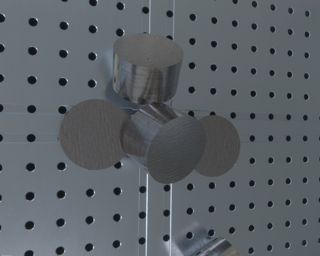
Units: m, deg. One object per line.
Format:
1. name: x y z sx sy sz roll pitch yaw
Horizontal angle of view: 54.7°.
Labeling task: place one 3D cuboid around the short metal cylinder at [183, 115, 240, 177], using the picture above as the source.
1. short metal cylinder: 0.061 0.023 0.422 0.081 0.050 0.079 0 90 -20

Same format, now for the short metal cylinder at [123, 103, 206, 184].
1. short metal cylinder: 0.005 0.016 0.353 0.081 0.050 0.079 -16 119 -31

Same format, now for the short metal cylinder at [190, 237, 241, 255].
1. short metal cylinder: 0.081 0.195 0.414 0.050 0.080 0.080 -27 99 -18

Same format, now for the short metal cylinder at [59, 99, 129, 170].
1. short metal cylinder: -0.079 0.007 0.370 0.081 0.050 0.079 0 90 -20

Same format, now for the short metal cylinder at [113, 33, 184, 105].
1. short metal cylinder: -0.016 -0.072 0.370 0.081 0.080 0.050 -9 135 -20
